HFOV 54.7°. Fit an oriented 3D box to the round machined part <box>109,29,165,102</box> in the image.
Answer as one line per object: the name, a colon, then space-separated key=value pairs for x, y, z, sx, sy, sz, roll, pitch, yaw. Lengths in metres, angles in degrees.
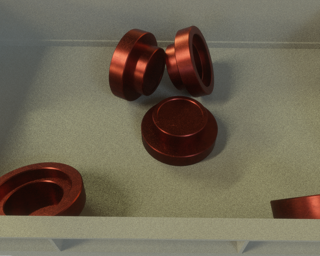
round machined part: x=-0.025 y=-0.082 z=0.427 sx=0.042 sy=0.097 sz=0.098 roll=22 pitch=53 yaw=17

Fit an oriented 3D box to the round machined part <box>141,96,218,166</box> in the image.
round machined part: x=0.025 y=-0.003 z=0.397 sx=0.099 sy=0.042 sz=0.098 roll=0 pitch=50 yaw=0

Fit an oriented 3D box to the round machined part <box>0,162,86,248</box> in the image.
round machined part: x=-0.125 y=0.080 z=0.312 sx=0.099 sy=0.042 sz=0.098 roll=-2 pitch=29 yaw=1

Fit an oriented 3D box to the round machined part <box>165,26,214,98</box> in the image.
round machined part: x=0.041 y=-0.091 z=0.441 sx=0.042 sy=0.098 sz=0.098 roll=-10 pitch=45 yaw=26

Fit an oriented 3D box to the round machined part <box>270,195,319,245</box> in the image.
round machined part: x=0.160 y=0.084 z=0.294 sx=0.099 sy=0.098 sz=0.042 roll=-6 pitch=74 yaw=-5
